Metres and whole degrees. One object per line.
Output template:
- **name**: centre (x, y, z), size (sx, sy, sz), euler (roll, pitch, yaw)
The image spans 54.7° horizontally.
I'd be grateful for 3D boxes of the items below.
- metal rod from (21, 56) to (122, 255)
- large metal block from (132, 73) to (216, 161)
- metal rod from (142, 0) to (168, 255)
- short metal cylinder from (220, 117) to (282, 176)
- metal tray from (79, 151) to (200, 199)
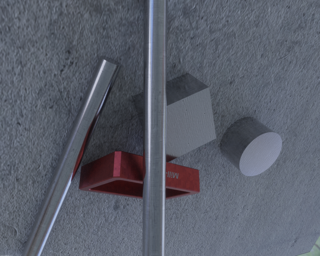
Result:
- **metal rod**: centre (-0.116, 0.055, 0.378), size (0.025, 0.025, 0.298), euler (14, 111, -35)
- **large metal block**: centre (0.020, -0.013, 0.395), size (0.081, 0.050, 0.080), euler (-25, 128, -13)
- **metal rod**: centre (-0.006, 0.015, 0.333), size (0.025, 0.025, 0.298), euler (-1, 93, -28)
- **short metal cylinder**: centre (0.143, 0.029, 0.490), size (0.081, 0.050, 0.079), euler (-14, 125, -21)
- **metal tray**: centre (-0.024, 0.067, 0.398), size (0.131, 0.030, 0.090), euler (18, 151, -36)
